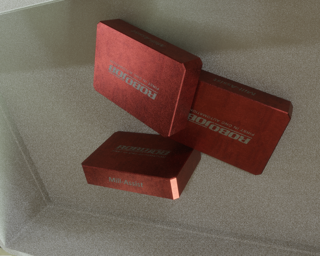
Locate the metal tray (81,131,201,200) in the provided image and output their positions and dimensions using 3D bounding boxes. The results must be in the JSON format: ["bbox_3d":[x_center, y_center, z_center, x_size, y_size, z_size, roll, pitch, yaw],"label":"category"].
[{"bbox_3d":[-0.022,0.043,0.403,0.130,0.090,0.030,5,120,25],"label":"metal tray"}]

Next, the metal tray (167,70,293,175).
[{"bbox_3d":[0.072,-0.009,0.361,0.130,0.030,0.089,23,127,13],"label":"metal tray"}]

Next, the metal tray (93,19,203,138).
[{"bbox_3d":[-0.021,-0.059,0.353,0.130,0.030,0.089,34,130,28],"label":"metal tray"}]
